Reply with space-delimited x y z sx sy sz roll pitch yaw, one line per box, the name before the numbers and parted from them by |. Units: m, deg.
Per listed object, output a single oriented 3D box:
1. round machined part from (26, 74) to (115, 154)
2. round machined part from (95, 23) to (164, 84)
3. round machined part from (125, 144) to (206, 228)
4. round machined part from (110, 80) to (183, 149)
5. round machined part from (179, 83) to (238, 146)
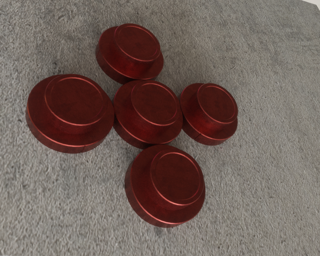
round machined part | -0.099 -0.023 0.356 0.099 0.042 0.098 14 56 -21
round machined part | -0.039 -0.110 0.442 0.099 0.042 0.098 14 56 -21
round machined part | 0.012 0.063 0.363 0.099 0.042 0.098 14 56 -21
round machined part | -0.013 -0.023 0.403 0.099 0.042 0.098 14 56 -21
round machined part | 0.074 -0.026 0.452 0.099 0.042 0.098 14 56 -21
